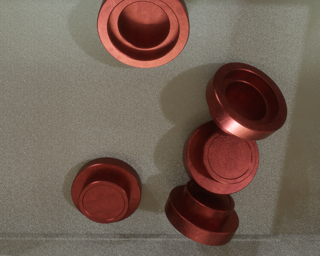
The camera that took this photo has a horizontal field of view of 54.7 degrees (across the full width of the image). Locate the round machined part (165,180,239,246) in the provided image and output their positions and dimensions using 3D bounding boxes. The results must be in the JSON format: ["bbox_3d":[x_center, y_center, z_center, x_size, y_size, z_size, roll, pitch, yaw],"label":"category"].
[{"bbox_3d":[0.059,0.104,0.411,0.099,0.098,0.042,17,111,-7],"label":"round machined part"}]

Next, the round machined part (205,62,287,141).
[{"bbox_3d":[0.099,-0.028,0.374,0.099,0.098,0.042,24,145,-9],"label":"round machined part"}]

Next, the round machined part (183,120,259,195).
[{"bbox_3d":[0.082,0.036,0.396,0.099,0.042,0.097,1,84,-10],"label":"round machined part"}]

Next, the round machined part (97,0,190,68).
[{"bbox_3d":[-0.017,-0.119,0.345,0.099,0.042,0.097,0,137,0],"label":"round machined part"}]

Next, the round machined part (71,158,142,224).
[{"bbox_3d":[-0.076,0.094,0.436,0.099,0.042,0.097,0,110,-1],"label":"round machined part"}]
